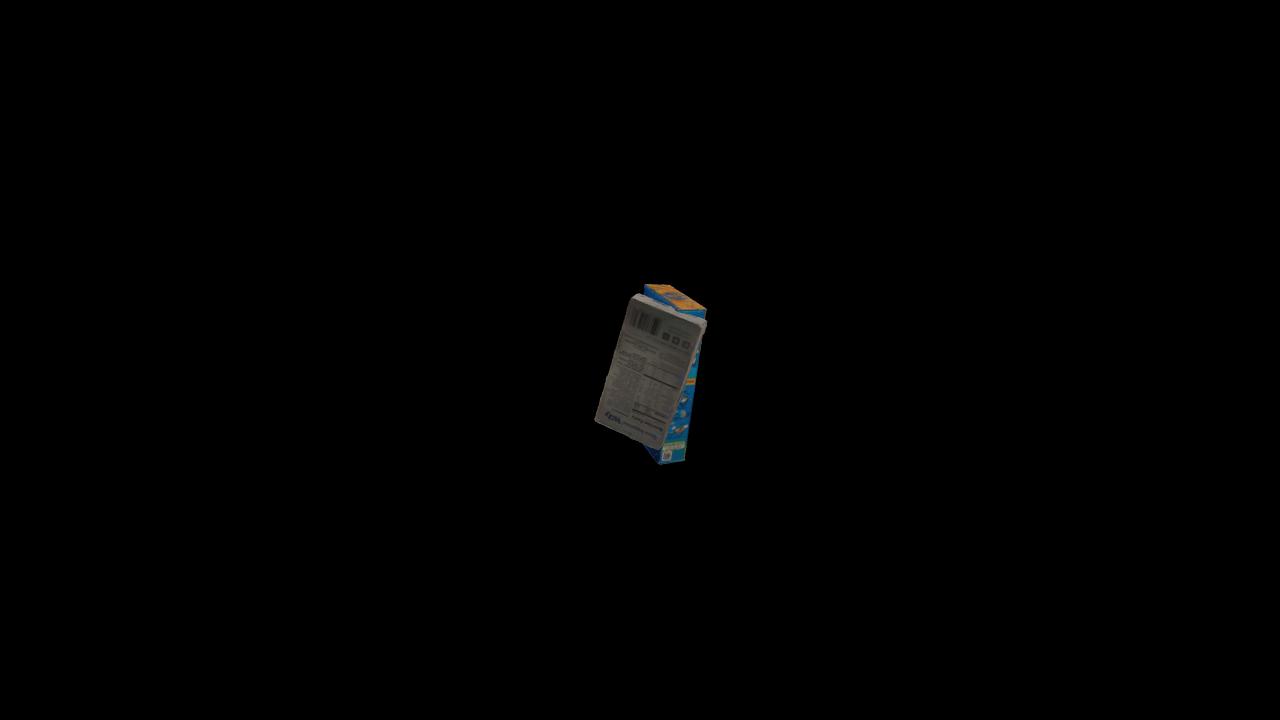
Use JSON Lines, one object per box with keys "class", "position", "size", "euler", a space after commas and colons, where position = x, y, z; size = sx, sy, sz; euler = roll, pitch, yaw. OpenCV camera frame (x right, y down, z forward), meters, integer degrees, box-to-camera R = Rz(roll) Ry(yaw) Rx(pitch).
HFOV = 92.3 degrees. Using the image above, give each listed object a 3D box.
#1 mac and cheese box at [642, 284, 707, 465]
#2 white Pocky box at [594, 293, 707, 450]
{"class": "mac and cheese box", "position": [0.028, 0.015, 0.700], "size": [0.041, 0.184, 0.093], "euler": [-3, 24, -22]}
{"class": "white Pocky box", "position": [0.009, 0.014, 0.656], "size": [0.084, 0.154, 0.028], "euler": [23, 25, 13]}
